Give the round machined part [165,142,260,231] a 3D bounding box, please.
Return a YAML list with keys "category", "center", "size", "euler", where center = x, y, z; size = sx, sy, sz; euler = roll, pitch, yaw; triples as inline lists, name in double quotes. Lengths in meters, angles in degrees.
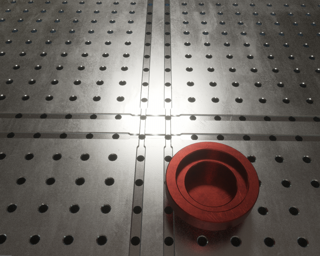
- category: "round machined part"
  center: [0.055, 0.066, 0.342]
  size: [0.099, 0.042, 0.098]
  euler: [0, 50, 0]
